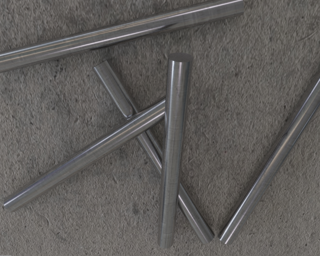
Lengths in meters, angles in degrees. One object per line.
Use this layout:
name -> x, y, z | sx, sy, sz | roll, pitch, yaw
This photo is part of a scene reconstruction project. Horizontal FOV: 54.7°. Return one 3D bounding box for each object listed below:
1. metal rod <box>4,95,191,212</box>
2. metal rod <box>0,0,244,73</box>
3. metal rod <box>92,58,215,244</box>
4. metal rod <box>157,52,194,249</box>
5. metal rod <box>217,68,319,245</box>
metal rod -> -0.093, 0.036, 0.403 | 0.300, 0.025, 0.025 | -31, 108, 18
metal rod -> -0.054, -0.111, 0.368 | 0.301, 0.025, 0.025 | -12, 110, 4
metal rod -> 0.000, 0.043, 0.425 | 0.025, 0.025, 0.299 | -27, 108, 9
metal rod -> 0.014, 0.052, 0.389 | 0.025, 0.025, 0.298 | 2, 125, -1
metal rod -> 0.159, 0.041, 0.425 | 0.025, 0.025, 0.298 | 22, 108, -8
